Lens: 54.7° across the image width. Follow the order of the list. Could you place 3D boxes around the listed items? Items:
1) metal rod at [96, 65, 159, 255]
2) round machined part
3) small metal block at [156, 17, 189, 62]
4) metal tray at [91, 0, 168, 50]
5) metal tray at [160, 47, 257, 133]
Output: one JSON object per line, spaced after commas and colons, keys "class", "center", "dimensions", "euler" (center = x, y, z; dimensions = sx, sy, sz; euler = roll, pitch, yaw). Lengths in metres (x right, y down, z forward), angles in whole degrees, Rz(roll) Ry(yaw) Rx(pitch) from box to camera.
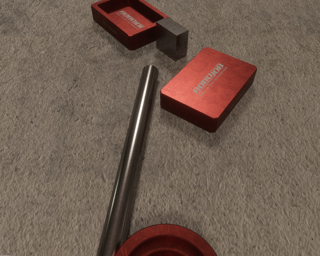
{"class": "metal rod", "center": [-0.033, 0.027, 0.379], "dimensions": [0.025, 0.025, 0.300], "euler": [6, 50, 4]}
{"class": "round machined part", "center": [0.005, 0.140, 0.273], "dimensions": [0.099, 0.042, 0.098], "euler": [2, 51, -2]}
{"class": "small metal block", "center": [0.019, -0.146, 0.510], "dimensions": [0.025, 0.050, 0.050], "euler": [-33, 58, -24]}
{"class": "metal tray", "center": [-0.054, -0.200, 0.566], "dimensions": [0.091, 0.030, 0.130], "euler": [-31, 57, -24]}
{"class": "metal tray", "center": [0.072, -0.061, 0.452], "dimensions": [0.090, 0.030, 0.131], "euler": [29, 55, 21]}
